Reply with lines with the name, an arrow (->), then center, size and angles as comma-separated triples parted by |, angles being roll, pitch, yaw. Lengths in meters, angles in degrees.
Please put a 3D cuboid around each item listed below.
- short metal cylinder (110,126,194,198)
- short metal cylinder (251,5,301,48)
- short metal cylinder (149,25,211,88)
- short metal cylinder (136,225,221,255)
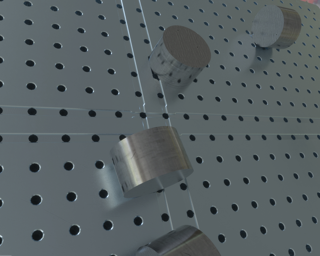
short metal cylinder -> -0.010, 0.039, 0.344 | 0.081, 0.080, 0.050 | -9, 66, -32
short metal cylinder -> 0.231, -0.201, 0.619 | 0.050, 0.080, 0.080 | -3, 63, -30
short metal cylinder -> 0.030, -0.109, 0.475 | 0.081, 0.050, 0.080 | 13, 56, -21
short metal cylinder -> 0.019, 0.141, 0.297 | 0.050, 0.080, 0.080 | -15, 70, -34
